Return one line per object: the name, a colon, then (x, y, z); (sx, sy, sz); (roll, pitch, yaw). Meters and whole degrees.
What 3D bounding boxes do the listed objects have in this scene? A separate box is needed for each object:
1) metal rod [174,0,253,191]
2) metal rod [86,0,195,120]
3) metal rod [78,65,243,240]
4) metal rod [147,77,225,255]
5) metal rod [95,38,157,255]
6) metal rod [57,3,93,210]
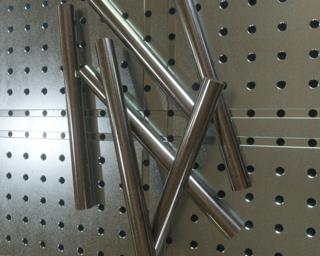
metal rod: (0.058, -0.070, 0.392); (0.025, 0.025, 0.299); (-18, 84, 19)
metal rod: (-0.039, -0.120, 0.426); (0.025, 0.025, 0.300); (-43, 77, 15)
metal rod: (-0.008, 0.023, 0.415); (0.300, 0.025, 0.025); (46, 104, 14)
metal rod: (0.014, 0.083, 0.383); (0.025, 0.025, 0.298); (24, 107, 18)
metal rod: (-0.044, 0.028, 0.397); (0.025, 0.025, 0.299); (-15, 81, 19)
metal rod: (-0.125, -0.032, 0.457); (0.025, 0.025, 0.298); (-7, 88, 20)
